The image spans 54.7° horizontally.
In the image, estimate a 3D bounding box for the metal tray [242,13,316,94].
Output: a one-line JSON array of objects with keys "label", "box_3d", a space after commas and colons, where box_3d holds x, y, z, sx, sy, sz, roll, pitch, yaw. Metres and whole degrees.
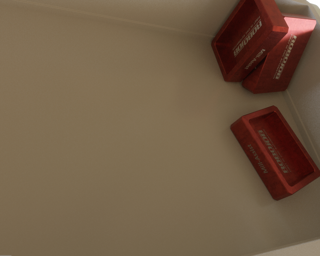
[{"label": "metal tray", "box_3d": [0.198, -0.124, 0.521, 0.091, 0.129, 0.030, -8, 37, -32]}]

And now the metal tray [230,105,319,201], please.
[{"label": "metal tray", "box_3d": [0.177, 0.034, 0.476, 0.091, 0.030, 0.130, -17, 71, -35]}]

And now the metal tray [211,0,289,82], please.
[{"label": "metal tray", "box_3d": [0.138, -0.146, 0.500, 0.030, 0.129, 0.090, -2, 63, -24]}]
